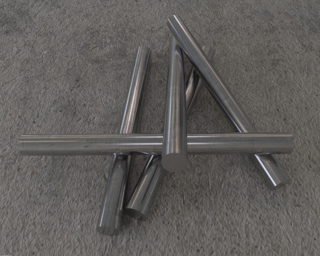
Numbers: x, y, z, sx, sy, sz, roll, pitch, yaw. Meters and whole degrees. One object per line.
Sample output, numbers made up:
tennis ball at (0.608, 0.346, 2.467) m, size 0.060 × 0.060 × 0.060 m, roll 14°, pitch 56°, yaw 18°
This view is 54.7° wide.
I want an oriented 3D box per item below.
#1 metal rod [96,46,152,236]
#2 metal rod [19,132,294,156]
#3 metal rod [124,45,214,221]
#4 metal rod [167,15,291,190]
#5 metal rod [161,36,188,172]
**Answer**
metal rod at (-0.039, -0.010, 0.410) m, size 0.025 × 0.025 × 0.300 m, roll 4°, pitch 50°, yaw 3°
metal rod at (-0.005, 0.018, 0.352) m, size 0.302 × 0.025 × 0.025 m, roll -1°, pitch 50°, yaw 1°
metal rod at (0.026, -0.017, 0.417) m, size 0.025 × 0.025 × 0.301 m, roll 16°, pitch 52°, yaw 13°
metal rod at (0.080, -0.053, 0.423) m, size 0.025 × 0.025 × 0.299 m, roll -18°, pitch 60°, yaw -14°
metal rod at (0.021, -0.058, 0.409) m, size 0.025 × 0.025 × 0.300 m, roll 2°, pitch 37°, yaw 2°
